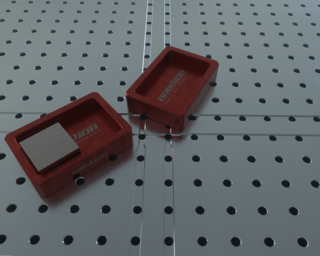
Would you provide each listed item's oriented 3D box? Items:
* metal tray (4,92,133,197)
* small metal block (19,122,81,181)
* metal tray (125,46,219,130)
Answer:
[{"bbox_3d":[-0.111,0.015,0.390,0.131,0.030,0.090,-32,57,-24],"label":"metal tray"},{"bbox_3d":[-0.128,0.028,0.366,0.050,0.025,0.050,-32,58,-25],"label":"small metal block"},{"bbox_3d":[0.021,-0.064,0.458,0.090,0.030,0.130,23,53,17],"label":"metal tray"}]
